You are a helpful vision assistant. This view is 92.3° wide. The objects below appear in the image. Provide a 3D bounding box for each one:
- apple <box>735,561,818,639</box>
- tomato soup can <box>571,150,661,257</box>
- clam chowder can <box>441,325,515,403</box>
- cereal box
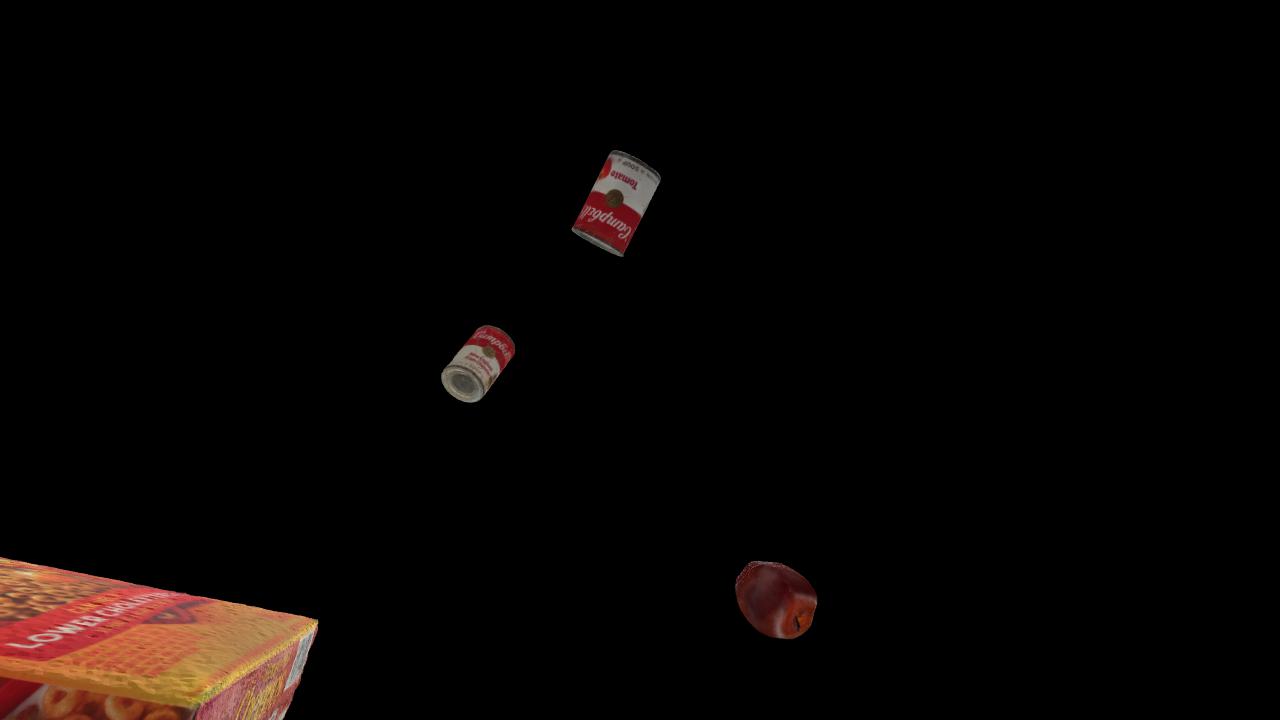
[{"bbox_3d":[0.145,0.260,0.667,0.079,0.079,0.093,0,16,-27],"label":"apple"},{"bbox_3d":[-0.026,-0.179,0.708,0.068,0.101,0.068,27,2,-1],"label":"tomato soup can"},{"bbox_3d":[-0.234,0.005,0.892,0.068,0.068,0.102,0,37,21],"label":"clam chowder can"},{"bbox_3d":[-0.346,0.146,0.297,0.306,0.081,0.203,17,-17,-10],"label":"cereal box"}]
